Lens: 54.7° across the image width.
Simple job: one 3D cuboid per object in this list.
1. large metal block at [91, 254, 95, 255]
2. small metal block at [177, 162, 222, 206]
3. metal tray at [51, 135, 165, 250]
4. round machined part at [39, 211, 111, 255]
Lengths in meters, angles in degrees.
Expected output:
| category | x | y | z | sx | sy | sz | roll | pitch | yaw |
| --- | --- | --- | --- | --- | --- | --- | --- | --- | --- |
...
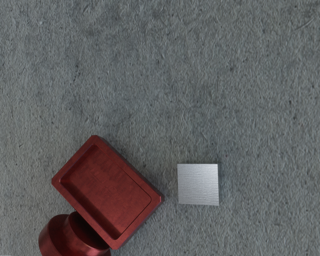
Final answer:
| category | x | y | z | sx | sy | sz | roll | pitch | yaw |
| --- | --- | --- | --- | --- | --- | --- | --- | --- | --- |
| large metal block | -0.113 | 0.241 | 0.434 | 0.080 | 0.050 | 0.080 | -39 | 78 | 15 |
| small metal block | 0.050 | 0.069 | 0.391 | 0.050 | 0.025 | 0.050 | -2 | 89 | 19 |
| metal tray | -0.070 | 0.084 | 0.418 | 0.130 | 0.030 | 0.090 | 42 | 88 | 15 |
| round machined part | -0.103 | 0.148 | 0.405 | 0.098 | 0.098 | 0.042 | 41 | 98 | 15 |
